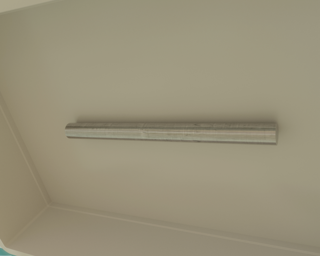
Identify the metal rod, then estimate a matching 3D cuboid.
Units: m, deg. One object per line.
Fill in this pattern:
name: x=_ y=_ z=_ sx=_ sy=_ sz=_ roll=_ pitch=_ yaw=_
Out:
metal rod: x=-0.004 y=0.006 z=0.410 sx=0.301 sy=0.025 sz=0.025 roll=1 pitch=119 yaw=27
